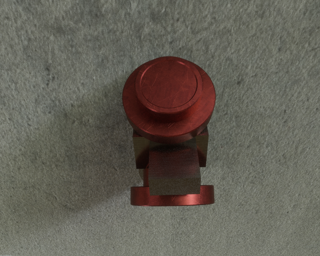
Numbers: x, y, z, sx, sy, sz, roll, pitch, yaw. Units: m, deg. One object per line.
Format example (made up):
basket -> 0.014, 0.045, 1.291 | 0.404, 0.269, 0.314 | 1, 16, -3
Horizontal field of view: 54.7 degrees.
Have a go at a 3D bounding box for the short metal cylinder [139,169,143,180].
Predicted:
short metal cylinder -> 0.012, 0.041, 0.428 | 0.081, 0.050, 0.079 | 0, 130, 0

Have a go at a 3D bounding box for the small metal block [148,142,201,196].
small metal block -> 0.014, 0.042, 0.322 | 0.050, 0.050, 0.025 | -2, 130, 1

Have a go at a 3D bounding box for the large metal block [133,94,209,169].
large metal block -> 0.012, 0.002, 0.373 | 0.081, 0.080, 0.050 | -2, 130, 1

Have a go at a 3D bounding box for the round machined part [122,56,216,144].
round machined part -> 0.009, -0.036, 0.325 | 0.099, 0.098, 0.042 | -2, 155, 1

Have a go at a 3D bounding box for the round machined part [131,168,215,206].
round machined part -> 0.014, 0.069, 0.370 | 0.099, 0.042, 0.098 | -1, 169, 0
